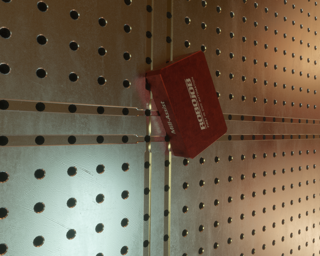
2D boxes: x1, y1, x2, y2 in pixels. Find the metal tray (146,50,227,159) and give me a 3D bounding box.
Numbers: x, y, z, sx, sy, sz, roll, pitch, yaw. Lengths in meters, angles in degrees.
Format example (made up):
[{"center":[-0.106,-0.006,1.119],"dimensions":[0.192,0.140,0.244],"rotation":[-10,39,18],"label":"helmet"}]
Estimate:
[{"center":[0.042,-0.033,0.440],"dimensions":[0.091,0.030,0.129],"rotation":[-33,110,-35],"label":"metal tray"}]
